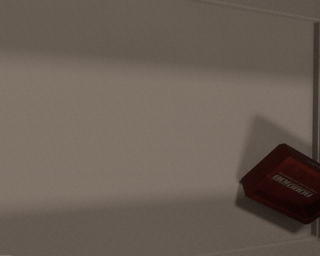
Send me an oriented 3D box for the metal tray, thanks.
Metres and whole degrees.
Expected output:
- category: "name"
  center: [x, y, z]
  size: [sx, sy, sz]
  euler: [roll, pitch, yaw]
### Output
- category: "metal tray"
  center: [0.199, 0.086, 0.454]
  size: [0.131, 0.030, 0.089]
  euler: [27, 122, -17]
